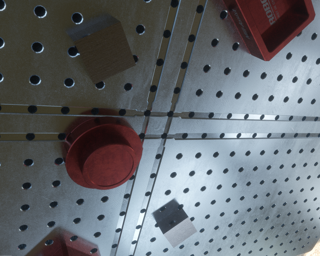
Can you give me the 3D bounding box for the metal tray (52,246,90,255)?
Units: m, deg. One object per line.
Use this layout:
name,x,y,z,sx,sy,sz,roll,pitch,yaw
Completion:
metal tray,-0.158,0.248,0.475,0.130,0.030,0.090,-43,130,1

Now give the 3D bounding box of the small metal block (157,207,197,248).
small metal block,0.030,0.172,0.534,0.050,0.025,0.050,-33,129,-7

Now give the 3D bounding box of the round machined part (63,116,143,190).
round machined part,-0.067,0.038,0.387,0.099,0.042,0.097,-14,124,-21

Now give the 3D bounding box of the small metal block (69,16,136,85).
small metal block,-0.060,-0.082,0.328,0.050,0.025,0.050,-28,128,-11

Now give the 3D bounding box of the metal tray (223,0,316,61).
metal tray,0.133,-0.159,0.382,0.090,0.030,0.130,-43,129,2
